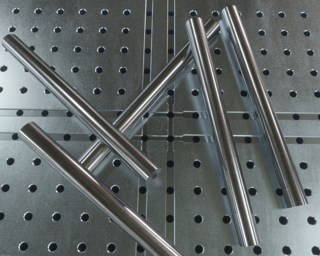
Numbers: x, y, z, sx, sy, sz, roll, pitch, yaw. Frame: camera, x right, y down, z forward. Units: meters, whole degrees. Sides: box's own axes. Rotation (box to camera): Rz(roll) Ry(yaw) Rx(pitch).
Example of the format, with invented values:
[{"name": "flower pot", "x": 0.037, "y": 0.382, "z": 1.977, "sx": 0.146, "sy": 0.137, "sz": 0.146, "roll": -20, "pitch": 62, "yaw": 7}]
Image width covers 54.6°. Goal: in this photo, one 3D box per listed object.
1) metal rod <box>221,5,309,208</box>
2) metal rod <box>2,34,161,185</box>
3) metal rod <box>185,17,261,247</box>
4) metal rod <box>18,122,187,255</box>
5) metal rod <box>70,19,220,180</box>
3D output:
[{"name": "metal rod", "x": 0.137, "y": -0.042, "z": 0.427, "sx": 0.025, "sy": 0.025, "sz": 0.299, "roll": -11, "pitch": 70, "yaw": -4}, {"name": "metal rod", "x": -0.114, "y": -0.036, "z": 0.405, "sx": 0.300, "sy": 0.025, "sz": 0.025, "roll": 41, "pitch": 75, "yaw": 20}, {"name": "metal rod", "x": 0.077, "y": -0.006, "z": 0.399, "sx": 0.025, "sy": 0.025, "sz": 0.299, "roll": -11, "pitch": 76, "yaw": -4}, {"name": "metal rod", "x": -0.046, "y": 0.097, "z": 0.357, "sx": 0.300, "sy": 0.025, "sz": 0.025, "roll": 40, "pitch": 75, "yaw": 6}, {"name": "metal rod", "x": -0.014, "y": -0.045, "z": 0.428, "sx": 0.025, "sy": 0.025, "sz": 0.301, "roll": 37, "pitch": 74, "yaw": 12}]
